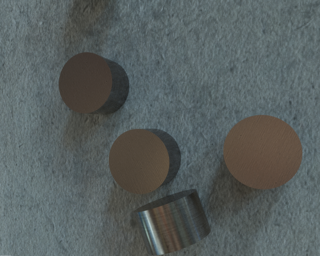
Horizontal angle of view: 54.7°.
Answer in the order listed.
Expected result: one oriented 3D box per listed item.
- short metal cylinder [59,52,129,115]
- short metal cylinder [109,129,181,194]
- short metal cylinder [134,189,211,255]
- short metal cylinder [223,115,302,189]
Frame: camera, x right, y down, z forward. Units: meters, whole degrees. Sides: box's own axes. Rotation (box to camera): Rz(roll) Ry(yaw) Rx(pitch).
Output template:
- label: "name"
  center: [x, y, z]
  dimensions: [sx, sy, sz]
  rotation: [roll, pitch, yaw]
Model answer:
- label: "short metal cylinder"
  center: [-0.090, -0.059, 0.426]
  dimensions: [0.080, 0.050, 0.079]
  rotation: [0, 90, 19]
- label: "short metal cylinder"
  center: [-0.018, 0.041, 0.401]
  dimensions: [0.080, 0.050, 0.079]
  rotation: [0, 90, 19]
- label: "short metal cylinder"
  center: [0.015, 0.111, 0.374]
  dimensions: [0.080, 0.080, 0.050]
  rotation: [-22, 83, 18]
- label: "short metal cylinder"
  center: [0.117, 0.026, 0.354]
  dimensions: [0.080, 0.050, 0.079]
  rotation: [0, 90, 19]
